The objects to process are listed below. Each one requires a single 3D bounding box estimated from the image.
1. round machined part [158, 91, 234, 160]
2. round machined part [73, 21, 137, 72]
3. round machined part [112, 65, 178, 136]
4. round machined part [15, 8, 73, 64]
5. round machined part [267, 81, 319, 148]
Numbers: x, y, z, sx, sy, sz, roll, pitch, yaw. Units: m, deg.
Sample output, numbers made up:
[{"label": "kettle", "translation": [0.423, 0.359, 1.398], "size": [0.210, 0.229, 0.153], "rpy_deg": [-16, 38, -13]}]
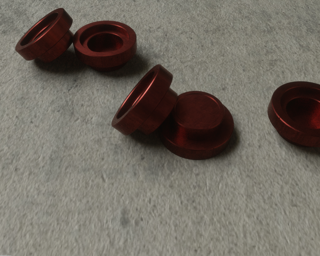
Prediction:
[{"label": "round machined part", "translation": [0.047, -0.010, 0.402], "size": [0.099, 0.042, 0.098], "rpy_deg": [0, 50, 0]}, {"label": "round machined part", "translation": [-0.086, -0.128, 0.498], "size": [0.099, 0.042, 0.098], "rpy_deg": [1, 50, -1]}, {"label": "round machined part", "translation": [-0.015, -0.029, 0.393], "size": [0.042, 0.098, 0.098], "rpy_deg": [37, 51, -16]}, {"label": "round machined part", "translation": [-0.175, -0.140, 0.489], "size": [0.098, 0.042, 0.098], "rpy_deg": [-23, 41, 22]}, {"label": "round machined part", "translation": [0.191, -0.013, 0.406], "size": [0.099, 0.042, 0.098], "rpy_deg": [0, 50, 0]}]
